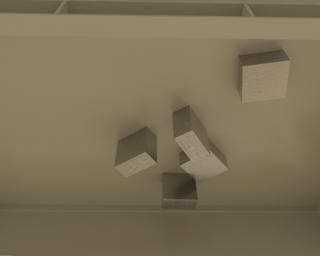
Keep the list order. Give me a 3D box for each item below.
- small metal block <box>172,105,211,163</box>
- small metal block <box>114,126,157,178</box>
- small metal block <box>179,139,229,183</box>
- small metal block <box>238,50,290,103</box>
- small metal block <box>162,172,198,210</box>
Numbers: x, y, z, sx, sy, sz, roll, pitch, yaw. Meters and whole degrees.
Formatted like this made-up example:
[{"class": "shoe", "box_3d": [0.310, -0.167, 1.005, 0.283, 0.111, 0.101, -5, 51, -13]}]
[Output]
[{"class": "small metal block", "box_3d": [0.040, 0.008, 0.399, 0.025, 0.050, 0.050, -25, 126, 20]}, {"class": "small metal block", "box_3d": [-0.032, 0.032, 0.419, 0.050, 0.050, 0.025, -27, 125, 21]}, {"class": "small metal block", "box_3d": [0.063, 0.049, 0.451, 0.050, 0.025, 0.050, -31, 124, 23]}, {"class": "small metal block", "box_3d": [0.119, -0.059, 0.360, 0.050, 0.025, 0.050, -7, 130, 5]}, {"class": "small metal block", "box_3d": [0.029, 0.096, 0.475, 0.050, 0.050, 0.025, 3, 130, -3]}]
